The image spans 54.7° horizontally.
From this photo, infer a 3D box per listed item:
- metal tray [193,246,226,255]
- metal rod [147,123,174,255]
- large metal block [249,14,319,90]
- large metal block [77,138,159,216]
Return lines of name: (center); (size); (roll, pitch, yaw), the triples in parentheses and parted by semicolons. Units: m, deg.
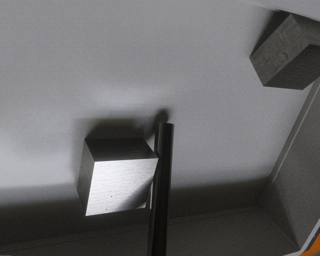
metal tray: (0.070, 0.303, 0.637); (0.131, 0.030, 0.089); (-13, 124, -22)
metal rod: (-0.003, 0.142, 0.395); (0.025, 0.025, 0.298); (8, 81, -32)
large metal block: (0.183, -0.097, 0.413); (0.081, 0.050, 0.080); (0, 149, -29)
large metal block: (-0.057, 0.061, 0.400); (0.081, 0.050, 0.079); (0, 119, -29)
